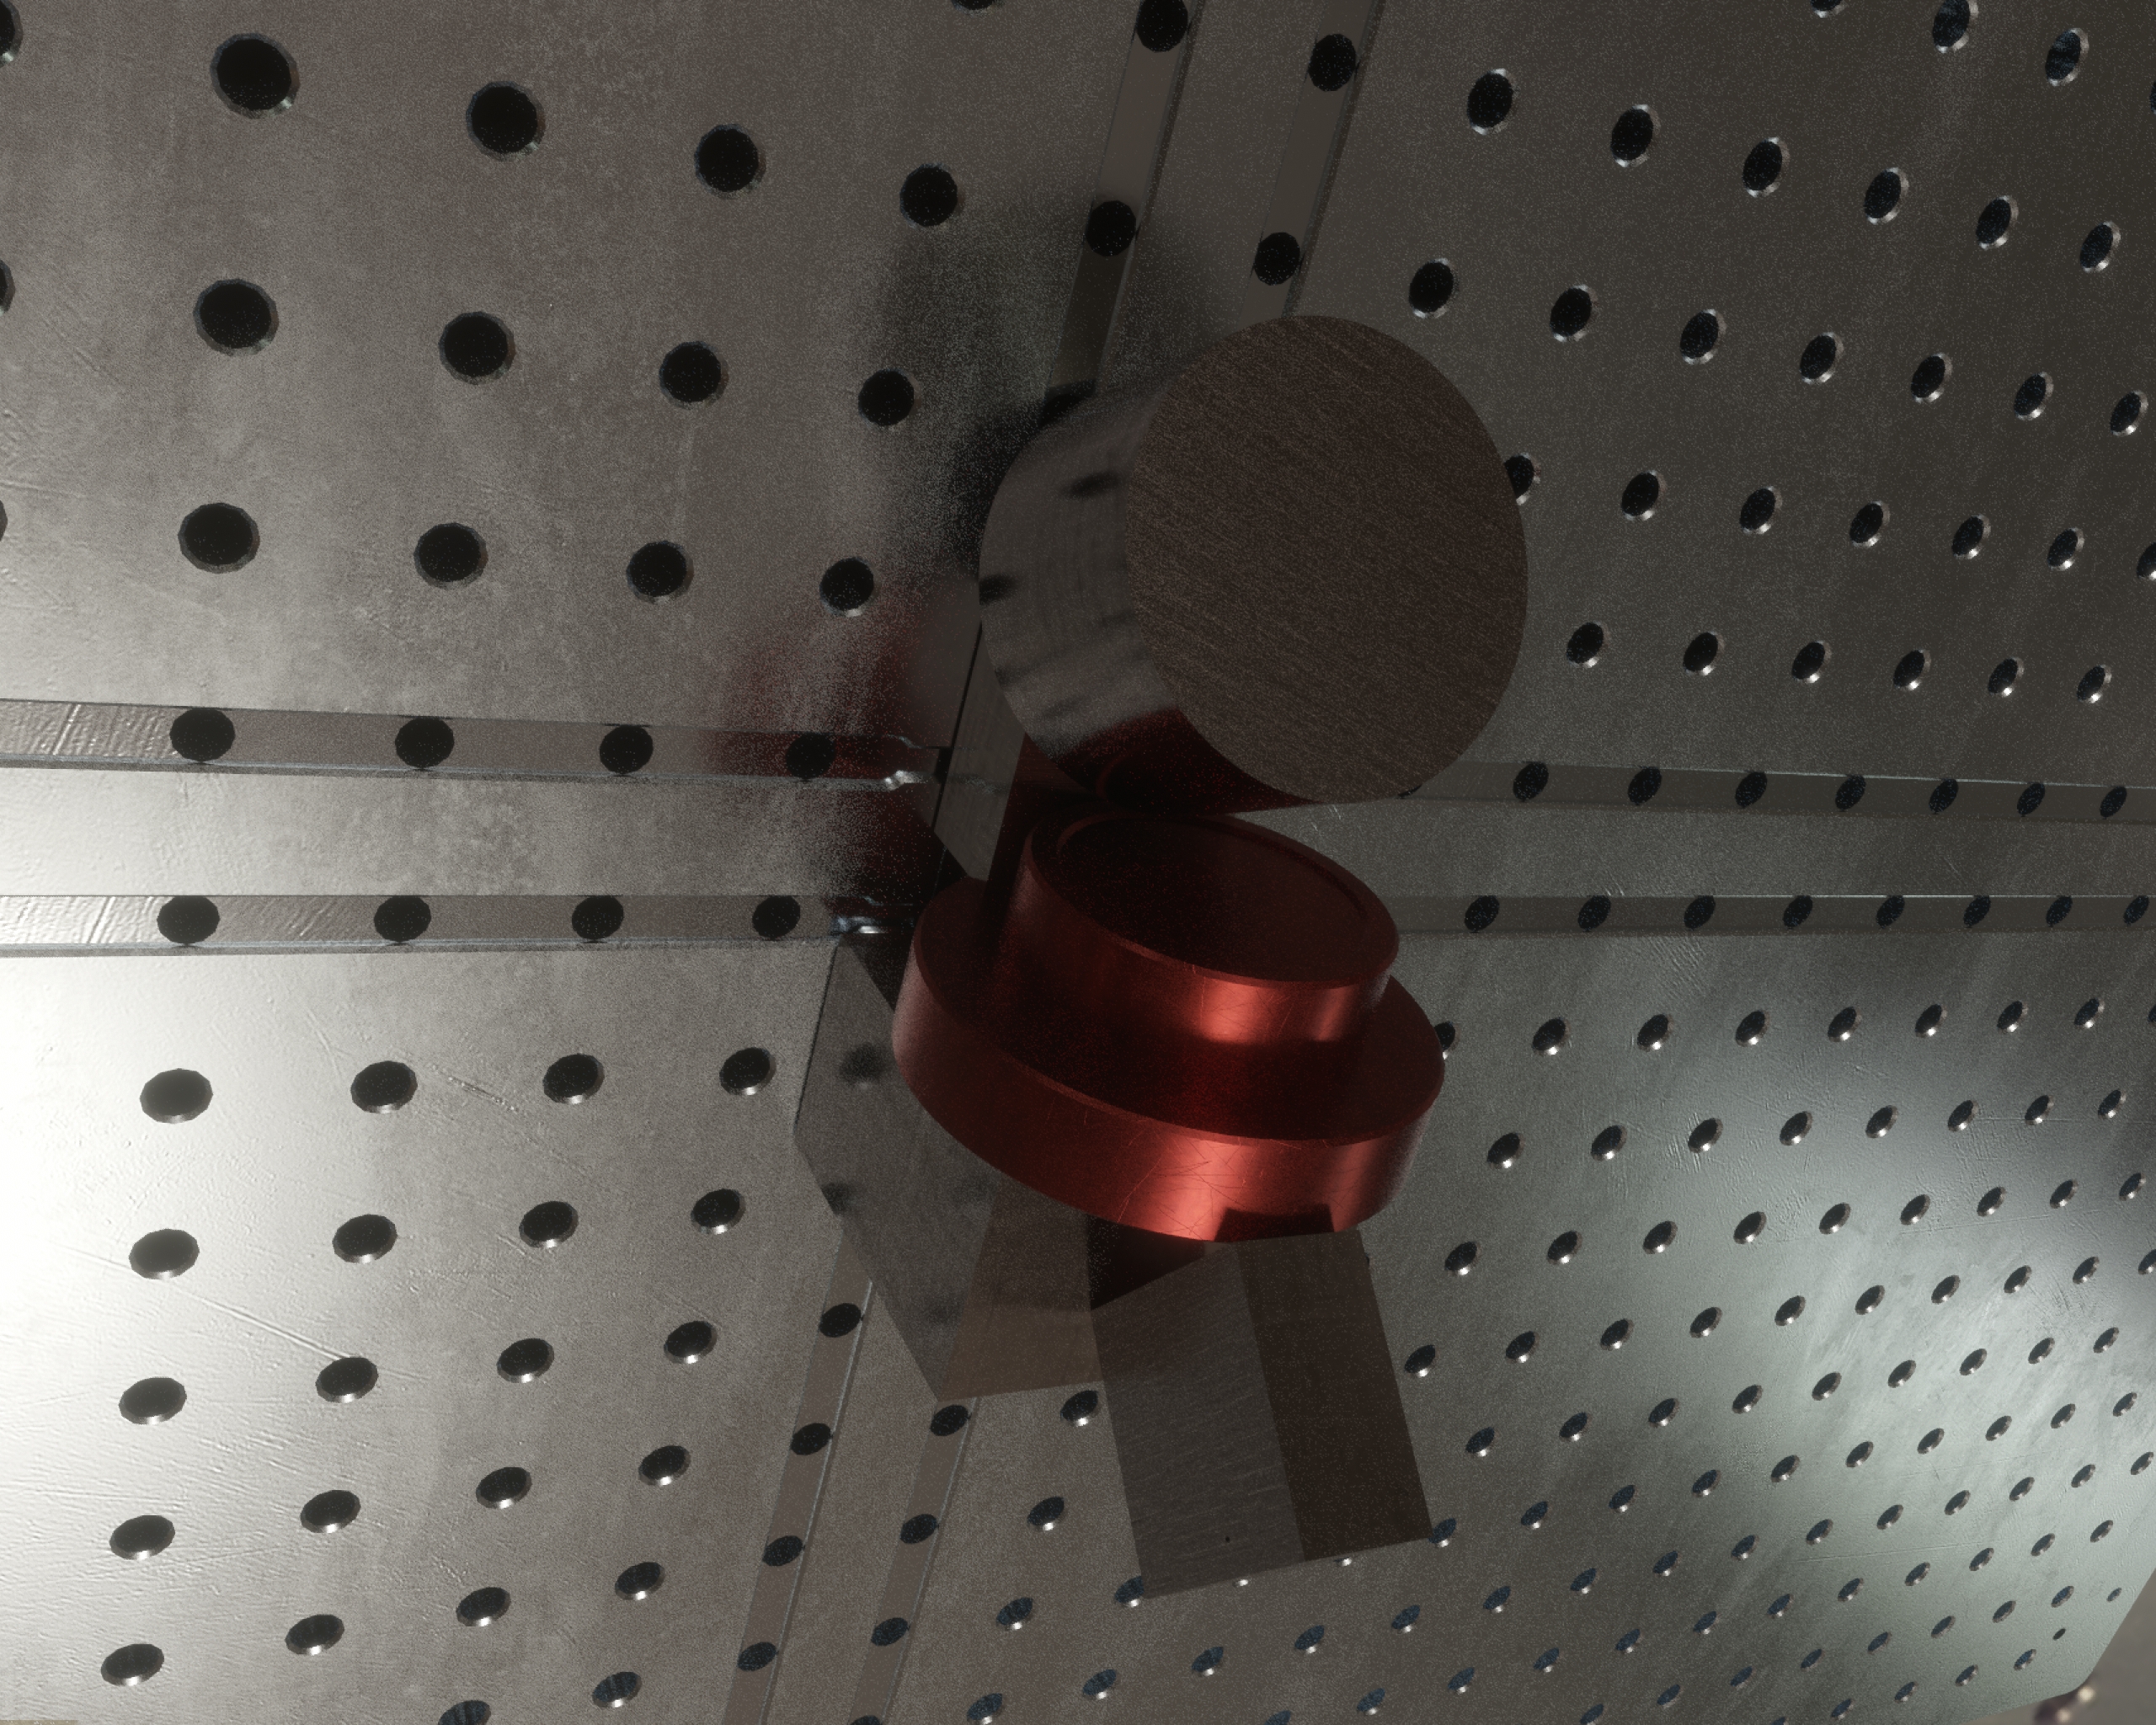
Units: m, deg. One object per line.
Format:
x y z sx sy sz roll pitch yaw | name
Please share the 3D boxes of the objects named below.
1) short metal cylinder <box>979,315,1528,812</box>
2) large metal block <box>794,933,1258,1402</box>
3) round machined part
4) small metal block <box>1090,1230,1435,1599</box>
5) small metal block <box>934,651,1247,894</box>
0.030 -0.049 0.361 0.081 0.050 0.080 1 88 -29 | short metal cylinder
-0.001 0.055 0.410 0.081 0.080 0.050 1 118 -29 | large metal block
0.019 0.022 0.376 0.099 0.098 0.042 1 118 -29 | round machined part
0.029 0.094 0.353 0.025 0.050 0.050 1 156 -30 | small metal block
0.005 -0.022 0.401 0.050 0.025 0.050 1 118 -29 | small metal block
